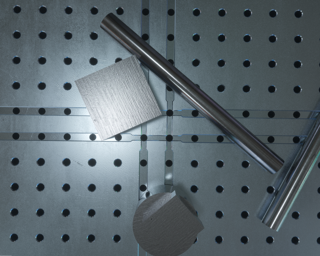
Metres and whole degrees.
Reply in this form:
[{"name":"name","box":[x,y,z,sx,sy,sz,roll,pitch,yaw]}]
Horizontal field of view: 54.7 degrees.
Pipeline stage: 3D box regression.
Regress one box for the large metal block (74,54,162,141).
[{"name":"large metal block","box":[-0.051,-0.037,0.400,0.080,0.050,0.080,-24,90,0]}]

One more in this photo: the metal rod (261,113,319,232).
[{"name":"metal rod","box":[0.218,0.000,0.415,0.025,0.025,0.299,28,90,0]}]

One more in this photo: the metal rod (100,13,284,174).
[{"name":"metal rod","box":[0.043,-0.045,0.413,0.300,0.025,0.025,41,90,0]}]

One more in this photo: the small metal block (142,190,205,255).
[{"name":"small metal block","box":[0.015,0.111,0.364,0.050,0.025,0.050,-40,90,0]}]

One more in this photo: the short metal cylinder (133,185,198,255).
[{"name":"short metal cylinder","box":[0.007,0.118,0.401,0.081,0.050,0.079,0,90,0]}]
